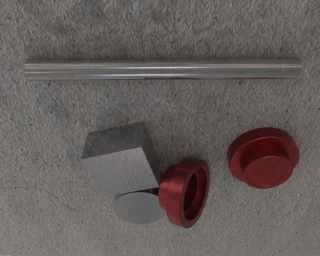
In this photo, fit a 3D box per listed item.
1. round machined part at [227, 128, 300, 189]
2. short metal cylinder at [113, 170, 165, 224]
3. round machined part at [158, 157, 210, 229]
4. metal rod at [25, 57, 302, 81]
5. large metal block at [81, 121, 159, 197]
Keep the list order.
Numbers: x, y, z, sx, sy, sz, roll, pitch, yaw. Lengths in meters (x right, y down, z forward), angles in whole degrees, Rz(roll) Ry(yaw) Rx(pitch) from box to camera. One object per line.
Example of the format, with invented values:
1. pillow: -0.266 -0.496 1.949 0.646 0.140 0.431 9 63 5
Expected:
1. round machined part: 0.148 0.049 0.440 0.099 0.042 0.097 0 130 0
2. short metal cylinder: -0.029 0.104 0.479 0.081 0.050 0.079 0 130 0
3. round machined part: 0.033 0.089 0.444 0.042 0.098 0.098 10 137 30
4. metal rod: 0.004 -0.067 0.350 0.302 0.025 0.025 0 130 0
5. large metal block: -0.051 0.044 0.428 0.080 0.050 0.080 -12 129 10
